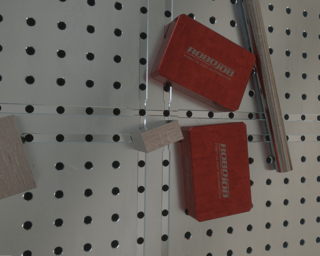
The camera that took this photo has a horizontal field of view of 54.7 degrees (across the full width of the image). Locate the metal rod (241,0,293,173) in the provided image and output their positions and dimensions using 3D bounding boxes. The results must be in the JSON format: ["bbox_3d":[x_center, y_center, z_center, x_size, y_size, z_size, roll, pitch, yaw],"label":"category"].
[{"bbox_3d":[0.161,-0.078,0.473,0.025,0.025,0.298,-15,95,-20],"label":"metal rod"}]

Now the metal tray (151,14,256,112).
[{"bbox_3d":[0.063,-0.087,0.435,0.131,0.030,0.090,23,82,-19],"label":"metal tray"}]

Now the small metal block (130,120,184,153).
[{"bbox_3d":[-0.005,0.010,0.398,0.050,0.050,0.025,-21,98,-19],"label":"small metal block"}]

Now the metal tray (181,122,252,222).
[{"bbox_3d":[0.081,0.059,0.441,0.091,0.030,0.129,-5,92,-20],"label":"metal tray"}]

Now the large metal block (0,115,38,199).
[{"bbox_3d":[-0.185,0.035,0.331,0.081,0.050,0.080,-17,96,-20],"label":"large metal block"}]
